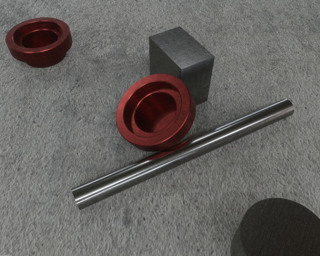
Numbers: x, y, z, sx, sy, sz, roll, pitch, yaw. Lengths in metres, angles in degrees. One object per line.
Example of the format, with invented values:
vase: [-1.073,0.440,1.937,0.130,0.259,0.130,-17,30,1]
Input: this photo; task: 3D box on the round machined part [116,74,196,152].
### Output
round machined part: [-0.002,-0.016,0.389,0.098,0.042,0.098,-10,62,20]

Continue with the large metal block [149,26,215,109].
large metal block: [0.027,-0.082,0.436,0.050,0.080,0.080,-25,54,-19]

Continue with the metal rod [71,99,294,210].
metal rod: [0.042,0.025,0.382,0.302,0.025,0.025,-22,54,-18]

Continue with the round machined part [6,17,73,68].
round machined part: [-0.192,-0.135,0.504,0.099,0.042,0.098,0,50,0]

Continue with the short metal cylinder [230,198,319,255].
short metal cylinder: [0.111,0.114,0.292,0.081,0.050,0.080,0,50,0]
